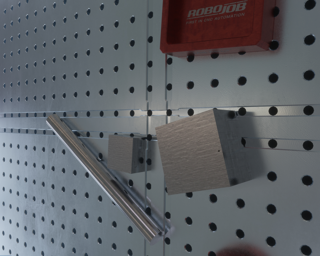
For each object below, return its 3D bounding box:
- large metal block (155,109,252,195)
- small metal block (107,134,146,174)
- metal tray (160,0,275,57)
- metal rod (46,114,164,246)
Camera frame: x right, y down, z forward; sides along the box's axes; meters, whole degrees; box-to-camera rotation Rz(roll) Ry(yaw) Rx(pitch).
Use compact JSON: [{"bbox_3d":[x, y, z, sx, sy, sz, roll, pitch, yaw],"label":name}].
[{"bbox_3d":[0.048,0.028,0.354,0.080,0.050,0.080,-18,79,38],"label":"large metal block"},{"bbox_3d":[-0.049,0.036,0.450,0.050,0.025,0.050,5,94,39],"label":"small metal block"},{"bbox_3d":[0.061,-0.132,0.355,0.130,0.030,0.089,6,94,39],"label":"metal tray"},{"bbox_3d":[-0.101,0.066,0.492,0.300,0.025,0.025,40,114,32],"label":"metal rod"}]
